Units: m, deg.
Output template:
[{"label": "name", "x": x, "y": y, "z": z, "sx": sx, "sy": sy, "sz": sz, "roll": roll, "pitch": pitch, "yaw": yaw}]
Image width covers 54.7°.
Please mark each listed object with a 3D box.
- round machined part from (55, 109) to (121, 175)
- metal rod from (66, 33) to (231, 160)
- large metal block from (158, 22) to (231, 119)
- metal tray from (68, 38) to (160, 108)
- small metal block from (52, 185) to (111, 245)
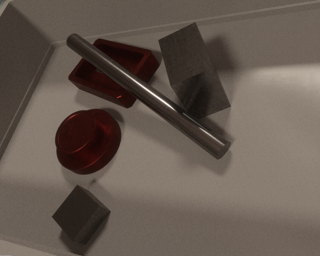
[{"label": "round machined part", "x": -0.109, "y": 0.013, "z": 0.442, "sx": 0.098, "sy": 0.042, "sz": 0.098, "roll": -13, "pitch": 56, "yaw": 20}, {"label": "metal rod", "x": -0.032, "y": -0.056, "z": 0.421, "sx": 0.300, "sy": 0.025, "sz": 0.025, "roll": 38, "pitch": 83, "yaw": 28}, {"label": "large metal block", "x": 0.044, "y": -0.068, "z": 0.388, "sx": 0.050, "sy": 0.080, "sz": 0.080, "roll": -23, "pitch": 54, "yaw": 14}, {"label": "metal tray", "x": -0.076, "y": -0.091, "z": 0.496, "sx": 0.130, "sy": 0.030, "sz": 0.090, "roll": 23, "pitch": 74, "yaw": 36}, {"label": "small metal block", "x": -0.099, "y": 0.108, "z": 0.390, "sx": 0.050, "sy": 0.025, "sz": 0.050, "roll": 30, "pitch": 78, "yaw": 37}]
